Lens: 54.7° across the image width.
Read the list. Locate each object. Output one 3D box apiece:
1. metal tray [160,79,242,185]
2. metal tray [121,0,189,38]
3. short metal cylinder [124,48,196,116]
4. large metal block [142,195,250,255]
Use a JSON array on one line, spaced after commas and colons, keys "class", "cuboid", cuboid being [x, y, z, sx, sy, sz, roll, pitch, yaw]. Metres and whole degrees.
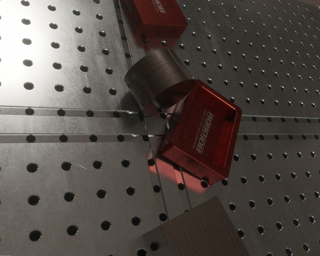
[{"class": "metal tray", "cuboid": [0.063, 0.002, 0.435, 0.090, 0.030, 0.130, 33, 51, -12]}, {"class": "metal tray", "cuboid": [-0.017, -0.214, 0.528, 0.091, 0.030, 0.130, -9, 67, -33]}, {"class": "short metal cylinder", "cuboid": [0.000, -0.059, 0.411, 0.081, 0.080, 0.050, -22, 74, -36]}, {"class": "large metal block", "cuboid": [0.040, 0.131, 0.335, 0.081, 0.050, 0.080, -17, 71, -35]}]
